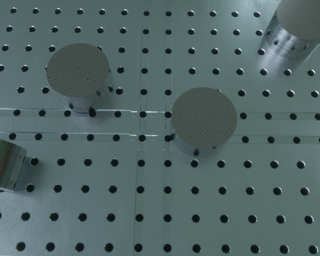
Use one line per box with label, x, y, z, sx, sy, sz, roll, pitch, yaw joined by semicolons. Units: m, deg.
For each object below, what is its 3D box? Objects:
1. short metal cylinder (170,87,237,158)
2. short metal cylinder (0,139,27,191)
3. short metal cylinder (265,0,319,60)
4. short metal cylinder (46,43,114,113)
short metal cylinder;0.054;-0.006;0.401;0.081;0.050;0.080;0;70;-1
short metal cylinder;-0.206;0.042;0.365;0.080;0.080;0.050;9;71;3
short metal cylinder;0.203;-0.148;0.455;0.081;0.050;0.080;0;70;0
short metal cylinder;-0.106;-0.067;0.422;0.081;0.050;0.080;0;70;0
